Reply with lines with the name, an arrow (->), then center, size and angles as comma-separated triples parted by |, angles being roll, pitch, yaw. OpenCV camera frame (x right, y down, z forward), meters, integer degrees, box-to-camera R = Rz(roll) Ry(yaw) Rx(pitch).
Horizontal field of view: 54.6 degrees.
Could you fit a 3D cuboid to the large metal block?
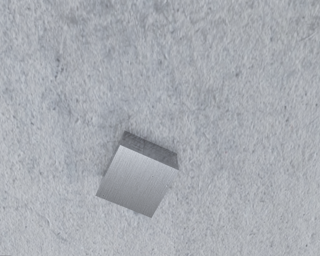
large metal block -> -0.030, 0.062, 0.419 | 0.080, 0.050, 0.080 | 25, 108, -9
